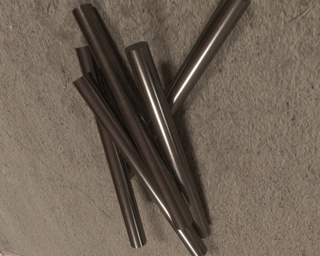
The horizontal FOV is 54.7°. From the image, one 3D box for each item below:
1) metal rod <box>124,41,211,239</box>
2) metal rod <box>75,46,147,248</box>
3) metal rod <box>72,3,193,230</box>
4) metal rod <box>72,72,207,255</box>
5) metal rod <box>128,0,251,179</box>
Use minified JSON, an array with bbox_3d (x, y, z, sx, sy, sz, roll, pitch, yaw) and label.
[{"bbox_3d":[0.020,0.037,0.394,0.025,0.025,0.299,-2,125,29],"label":"metal rod"},{"bbox_3d":[-0.064,0.036,0.433,0.025,0.025,0.298,-3,109,29],"label":"metal rod"},{"bbox_3d":[-0.030,-0.007,0.387,0.025,0.025,0.299,-19,100,35],"label":"metal rod"},{"bbox_3d":[-0.019,0.060,0.415,0.025,0.025,0.299,-21,109,35],"label":"metal rod"},{"bbox_3d":[0.011,-0.027,0.383,0.025,0.025,0.298,36,129,4],"label":"metal rod"}]
